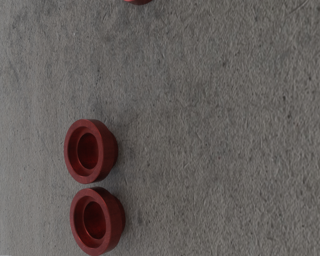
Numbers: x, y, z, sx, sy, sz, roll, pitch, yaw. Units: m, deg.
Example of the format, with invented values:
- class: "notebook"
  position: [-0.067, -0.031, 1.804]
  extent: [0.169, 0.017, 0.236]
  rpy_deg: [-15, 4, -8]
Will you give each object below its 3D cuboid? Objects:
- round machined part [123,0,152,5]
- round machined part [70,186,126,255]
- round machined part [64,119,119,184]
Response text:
- class: "round machined part"
  position: [-0.035, -0.224, 0.423]
  extent: [0.098, 0.042, 0.097]
  rpy_deg: [0, 90, 40]
- class: "round machined part"
  position: [-0.090, 0.137, 0.469]
  extent: [0.098, 0.042, 0.097]
  rpy_deg: [0, 90, 40]
- class: "round machined part"
  position: [-0.102, 0.035, 0.479]
  extent: [0.098, 0.042, 0.097]
  rpy_deg: [0, 90, 40]
